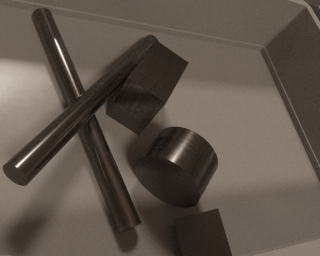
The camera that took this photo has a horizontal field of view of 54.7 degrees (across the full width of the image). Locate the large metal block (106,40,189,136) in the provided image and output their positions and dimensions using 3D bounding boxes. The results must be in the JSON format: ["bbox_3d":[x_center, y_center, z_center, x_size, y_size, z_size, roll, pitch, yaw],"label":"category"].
[{"bbox_3d":[-0.016,-0.050,0.393,0.050,0.080,0.080,34,51,-7],"label":"large metal block"}]

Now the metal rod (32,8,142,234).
[{"bbox_3d":[-0.094,-0.023,0.369,0.025,0.025,0.299,-14,69,-34],"label":"metal rod"}]

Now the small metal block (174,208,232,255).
[{"bbox_3d":[0.047,0.122,0.341,0.050,0.025,0.050,-16,61,4],"label":"small metal block"}]

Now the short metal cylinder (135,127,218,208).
[{"bbox_3d":[0.019,0.045,0.355,0.080,0.080,0.050,40,51,-1],"label":"short metal cylinder"}]

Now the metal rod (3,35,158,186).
[{"bbox_3d":[-0.067,-0.047,0.371,0.025,0.025,0.301,37,42,-4],"label":"metal rod"}]
